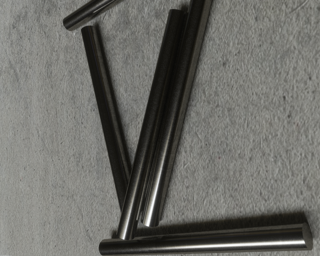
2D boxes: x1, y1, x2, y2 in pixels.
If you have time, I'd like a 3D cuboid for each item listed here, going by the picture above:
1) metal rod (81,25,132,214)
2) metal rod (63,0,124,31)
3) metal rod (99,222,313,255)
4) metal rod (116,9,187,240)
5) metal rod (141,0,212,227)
[{"bbox_3d":[-0.078,-0.017,0.469,0.025,0.025,0.299,-24,75,37],"label":"metal rod"},{"bbox_3d":[-0.042,-0.202,0.439,0.300,0.025,0.025,-12,83,39],"label":"metal rod"},{"bbox_3d":[0.027,0.142,0.382,0.299,0.025,0.025,-20,77,38],"label":"metal rod"},{"bbox_3d":[-0.011,0.000,0.401,0.025,0.025,0.298,19,98,38],"label":"metal rod"},{"bbox_3d":[0.018,-0.017,0.389,0.025,0.025,0.298,21,103,38],"label":"metal rod"}]
